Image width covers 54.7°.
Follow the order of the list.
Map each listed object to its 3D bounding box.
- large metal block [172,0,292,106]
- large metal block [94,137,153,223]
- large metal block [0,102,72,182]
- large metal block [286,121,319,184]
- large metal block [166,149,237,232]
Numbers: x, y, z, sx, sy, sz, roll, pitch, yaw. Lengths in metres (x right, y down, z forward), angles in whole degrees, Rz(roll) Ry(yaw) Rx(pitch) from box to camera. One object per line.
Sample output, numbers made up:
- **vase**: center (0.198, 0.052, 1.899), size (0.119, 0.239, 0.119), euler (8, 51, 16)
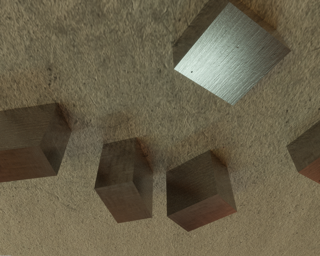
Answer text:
- **large metal block**: center (0.070, -0.082, 0.321), size (0.080, 0.050, 0.080), euler (28, 125, -22)
- **large metal block**: center (-0.046, 0.073, 0.433), size (0.050, 0.080, 0.080), euler (-13, 129, 10)
- **large metal block**: center (-0.165, 0.017, 0.384), size (0.080, 0.080, 0.050), euler (-8, 130, 6)
- **large metal block**: center (0.239, 0.034, 0.422), size (0.080, 0.050, 0.080), euler (26, 125, -21)
- **large metal block**: center (0.057, 0.091, 0.449), size (0.080, 0.080, 0.050), euler (-31, 124, 23)
